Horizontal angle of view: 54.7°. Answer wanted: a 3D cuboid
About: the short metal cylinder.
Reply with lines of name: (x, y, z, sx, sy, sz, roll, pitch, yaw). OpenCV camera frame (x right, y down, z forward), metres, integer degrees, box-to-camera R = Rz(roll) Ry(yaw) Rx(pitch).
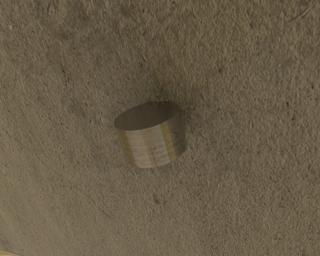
short metal cylinder: (-0.011, 0.006, 0.381, 0.080, 0.080, 0.050, -1, 118, 28)
